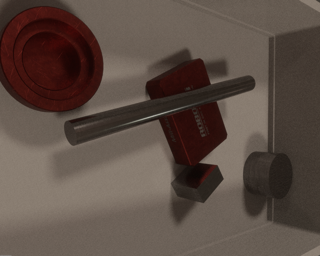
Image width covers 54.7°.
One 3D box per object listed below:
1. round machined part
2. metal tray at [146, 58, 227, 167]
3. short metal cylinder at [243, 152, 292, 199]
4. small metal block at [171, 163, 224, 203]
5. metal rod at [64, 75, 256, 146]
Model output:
[{"bbox_3d":[-0.109,-0.064,0.305,0.099,0.042,0.097,0,90,-40],"label":"round machined part"},{"bbox_3d":[0.042,-0.022,0.441,0.091,0.030,0.129,-34,112,-35],"label":"metal tray"},{"bbox_3d":[0.195,0.083,0.557,0.081,0.050,0.079,0,90,-40],"label":"short metal cylinder"},{"bbox_3d":[0.052,0.075,0.437,0.050,0.050,0.025,-41,115,-33],"label":"small metal block"},{"bbox_3d":[0.026,-0.032,0.390,0.302,0.025,0.025,-19,102,-39],"label":"metal rod"}]
